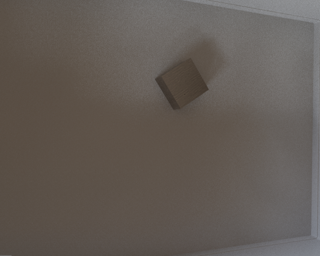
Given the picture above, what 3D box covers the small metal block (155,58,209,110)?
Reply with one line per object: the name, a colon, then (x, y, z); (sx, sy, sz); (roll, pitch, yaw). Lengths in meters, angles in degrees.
small metal block: (0.030, -0.060, 0.423); (0.050, 0.025, 0.050); (-35, 102, -17)
